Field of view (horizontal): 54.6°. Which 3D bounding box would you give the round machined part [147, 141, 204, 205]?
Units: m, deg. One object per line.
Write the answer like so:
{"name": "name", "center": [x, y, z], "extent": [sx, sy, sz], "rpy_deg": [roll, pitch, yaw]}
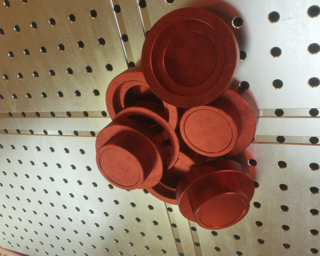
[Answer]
{"name": "round machined part", "center": [0.019, 0.054, 0.424], "extent": [0.098, 0.042, 0.097], "rpy_deg": [13, 124, 21]}

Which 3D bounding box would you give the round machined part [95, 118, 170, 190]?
{"name": "round machined part", "center": [-0.041, 0.039, 0.392], "extent": [0.098, 0.042, 0.097], "rpy_deg": [13, 124, 21]}

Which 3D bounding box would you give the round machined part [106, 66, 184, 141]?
{"name": "round machined part", "center": [-0.015, -0.031, 0.390], "extent": [0.098, 0.042, 0.097], "rpy_deg": [13, 124, 21]}

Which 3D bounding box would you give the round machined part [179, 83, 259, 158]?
{"name": "round machined part", "center": [0.062, -0.005, 0.364], "extent": [0.098, 0.042, 0.097], "rpy_deg": [13, 124, 21]}

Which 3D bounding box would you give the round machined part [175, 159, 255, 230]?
{"name": "round machined part", "center": [0.072, 0.089, 0.386], "extent": [0.099, 0.042, 0.097], "rpy_deg": [-6, 127, -8]}

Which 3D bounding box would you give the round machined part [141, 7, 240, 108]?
{"name": "round machined part", "center": [0.034, -0.071, 0.324], "extent": [0.098, 0.042, 0.097], "rpy_deg": [3, 99, 21]}

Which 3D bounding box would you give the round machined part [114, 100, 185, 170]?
{"name": "round machined part", "center": [-0.012, 0.007, 0.411], "extent": [0.098, 0.042, 0.097], "rpy_deg": [13, 124, 21]}
